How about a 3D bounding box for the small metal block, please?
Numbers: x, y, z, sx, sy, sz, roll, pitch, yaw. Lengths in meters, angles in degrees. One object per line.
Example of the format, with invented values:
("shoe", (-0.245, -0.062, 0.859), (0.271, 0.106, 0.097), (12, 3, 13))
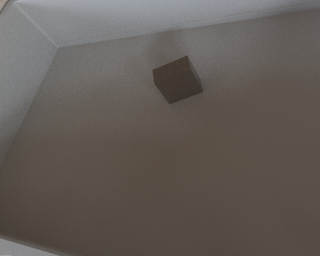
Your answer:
("small metal block", (0.025, -0.063, 0.416), (0.050, 0.050, 0.025), (-20, 54, 17))
